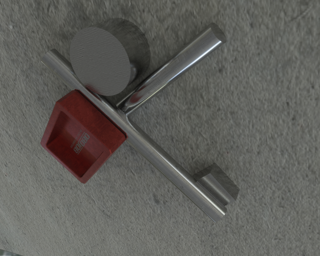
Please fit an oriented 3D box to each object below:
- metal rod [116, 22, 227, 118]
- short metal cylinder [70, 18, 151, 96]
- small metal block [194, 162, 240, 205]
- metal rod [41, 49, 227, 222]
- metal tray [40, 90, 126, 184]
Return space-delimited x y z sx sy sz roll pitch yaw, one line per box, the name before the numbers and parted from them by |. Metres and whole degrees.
metal rod | -0.039 -0.033 0.407 0.299 0.025 0.025 -33 100 38
short metal cylinder | -0.058 -0.085 0.368 0.080 0.050 0.079 13 124 20
small metal block | 0.070 0.082 0.420 0.050 0.025 0.050 47 129 -6
metal rod | -0.031 0.011 0.398 0.300 0.025 0.025 43 129 -2
metal tray | -0.110 0.018 0.422 0.090 0.030 0.129 43 141 -2
